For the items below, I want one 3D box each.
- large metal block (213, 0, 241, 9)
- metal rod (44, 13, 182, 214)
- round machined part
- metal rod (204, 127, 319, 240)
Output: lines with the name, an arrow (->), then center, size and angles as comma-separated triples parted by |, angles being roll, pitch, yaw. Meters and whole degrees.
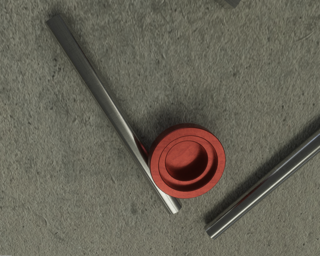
large metal block -> 0.068, -0.186, 0.329 | 0.080, 0.050, 0.080 | 33, 107, -12
metal rod -> -0.051, -0.005, 0.407 | 0.025, 0.025, 0.299 | -28, 108, 9
round machined part -> 0.033, 0.040, 0.411 | 0.099, 0.042, 0.097 | -2, 106, -8
metal rod -> 0.178, 0.055, 0.432 | 0.025, 0.025, 0.299 | 41, 105, -14
